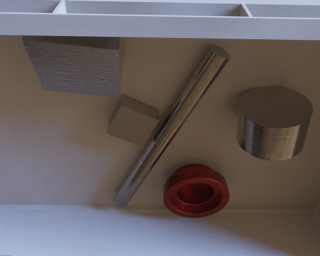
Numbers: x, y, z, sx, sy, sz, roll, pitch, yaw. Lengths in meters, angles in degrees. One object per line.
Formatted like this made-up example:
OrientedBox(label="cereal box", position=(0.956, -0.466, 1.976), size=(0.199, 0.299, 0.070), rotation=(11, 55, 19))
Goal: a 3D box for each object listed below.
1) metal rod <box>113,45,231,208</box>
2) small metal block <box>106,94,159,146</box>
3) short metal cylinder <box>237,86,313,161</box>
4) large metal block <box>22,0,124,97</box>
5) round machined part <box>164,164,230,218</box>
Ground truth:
OrientedBox(label="metal rod", position=(0.000, 0.019, 0.425), size=(0.025, 0.025, 0.298), rotation=(20, 127, -17))
OrientedBox(label="small metal block", position=(-0.035, -0.009, 0.401), size=(0.050, 0.025, 0.050), rotation=(21, 127, -18))
OrientedBox(label="short metal cylinder", position=(0.134, -0.007, 0.369), size=(0.080, 0.080, 0.050), rotation=(-5, 130, 4))
OrientedBox(label="large metal block", position=(-0.079, -0.076, 0.308), size=(0.081, 0.050, 0.080), rotation=(5, 155, -5))
OrientedBox(label="round machined part", position=(0.054, 0.093, 0.478), size=(0.099, 0.042, 0.097), rotation=(-1, 130, 0))
